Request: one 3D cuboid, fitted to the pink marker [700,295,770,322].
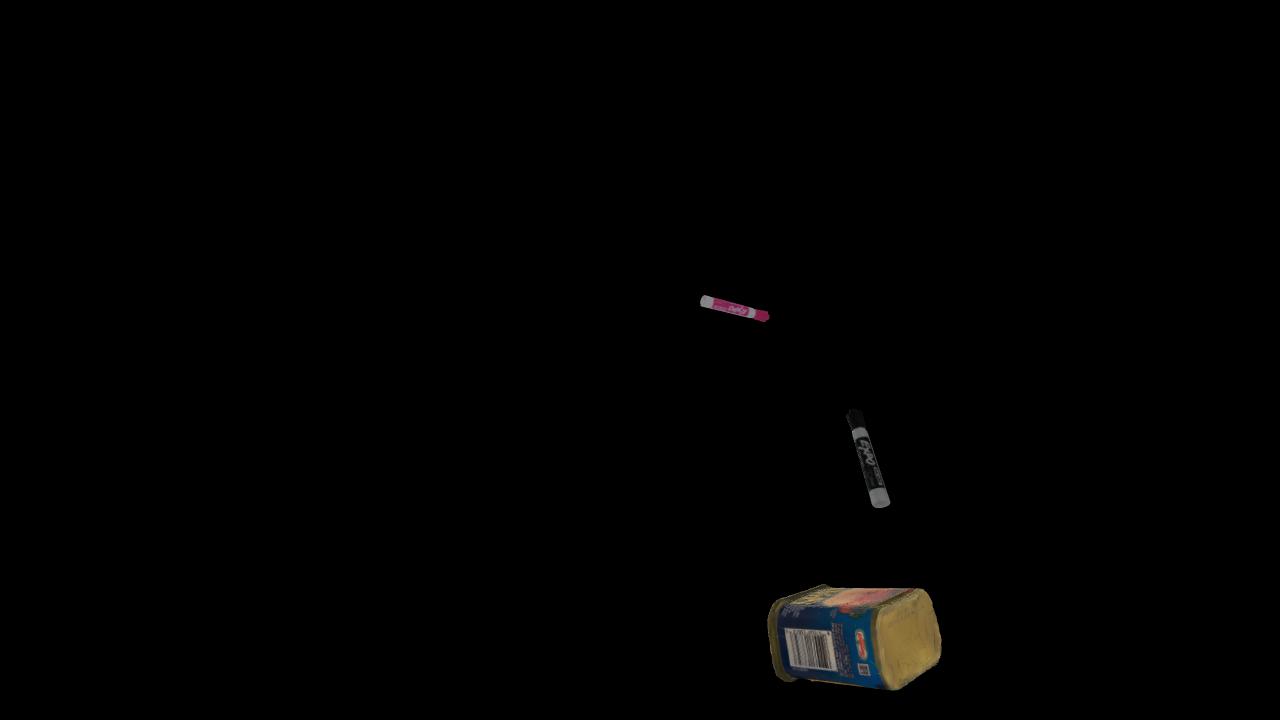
[{"bbox_3d":[0.154,-0.081,0.985,0.121,0.020,0.020,12,-4,-20],"label":"pink marker"}]

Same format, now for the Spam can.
[{"bbox_3d":[0.159,0.202,0.454,0.101,0.058,0.085,5,-17,-44],"label":"Spam can"}]

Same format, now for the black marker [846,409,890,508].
[{"bbox_3d":[0.253,0.106,0.688,0.020,0.121,0.020,-1,-40,-1],"label":"black marker"}]
